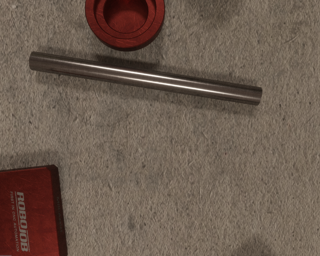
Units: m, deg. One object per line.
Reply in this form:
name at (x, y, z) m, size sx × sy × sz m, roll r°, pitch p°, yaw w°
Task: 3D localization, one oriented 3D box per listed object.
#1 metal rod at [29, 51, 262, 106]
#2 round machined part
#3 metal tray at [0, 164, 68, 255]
metal rod at (-0.018, -0.065, 0.409) m, size 0.302 × 0.025 × 0.025 m, roll 9°, pitch 90°, yaw -1°
round machined part at (-0.043, -0.147, 0.401) m, size 0.099 × 0.042 × 0.097 m, roll 0°, pitch 90°, yaw -1°
metal tray at (-0.177, 0.118, 0.405) m, size 0.091 × 0.030 × 0.129 m, roll -6°, pitch 90°, yaw -1°
